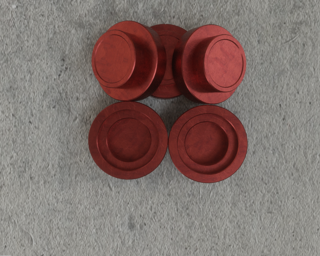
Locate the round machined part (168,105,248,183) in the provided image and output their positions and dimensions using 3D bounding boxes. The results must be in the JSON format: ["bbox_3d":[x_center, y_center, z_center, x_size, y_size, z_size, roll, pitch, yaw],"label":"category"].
[{"bbox_3d":[0.059,0.020,0.403,0.099,0.042,0.097,0,90,-1],"label":"round machined part"}]

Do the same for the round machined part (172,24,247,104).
[{"bbox_3d":[0.067,-0.078,0.382,0.099,0.042,0.097,-4,97,-31],"label":"round machined part"}]

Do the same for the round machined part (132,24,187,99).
[{"bbox_3d":[0.007,-0.087,0.402,0.099,0.042,0.097,0,90,-1],"label":"round machined part"}]

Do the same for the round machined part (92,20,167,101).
[{"bbox_3d":[-0.044,-0.082,0.378,0.098,0.042,0.097,2,95,33],"label":"round machined part"}]

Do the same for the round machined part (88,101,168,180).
[{"bbox_3d":[-0.039,0.015,0.402,0.099,0.042,0.097,0,90,-1],"label":"round machined part"}]
